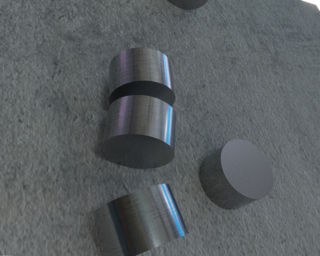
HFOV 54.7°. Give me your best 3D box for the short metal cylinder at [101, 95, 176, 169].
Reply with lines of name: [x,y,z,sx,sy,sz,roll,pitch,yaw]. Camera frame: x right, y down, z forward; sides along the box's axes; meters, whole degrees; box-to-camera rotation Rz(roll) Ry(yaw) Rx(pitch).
short metal cylinder: [-0.023,0.007,0.353,0.081,0.080,0.050,17,55,-19]

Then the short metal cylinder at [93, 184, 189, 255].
short metal cylinder: [-0.019,0.094,0.302,0.081,0.080,0.050,-10,67,-33]

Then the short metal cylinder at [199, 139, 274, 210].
short metal cylinder: [0.099,0.061,0.406,0.081,0.050,0.080,14,56,-21]

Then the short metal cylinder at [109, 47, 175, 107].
short metal cylinder: [-0.023,-0.055,0.391,0.081,0.080,0.050,9,58,-24]

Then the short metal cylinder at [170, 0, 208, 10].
short metal cylinder: [0.054,-0.264,0.561,0.080,0.080,0.050,22,54,-16]
